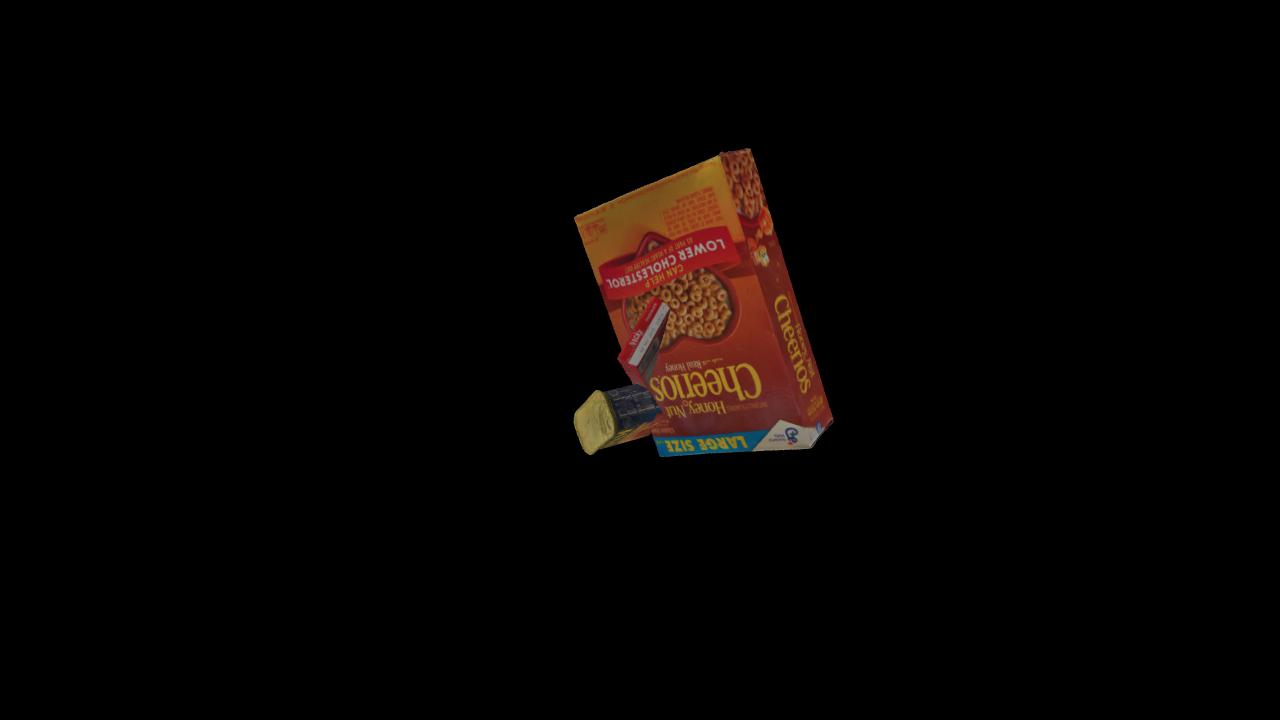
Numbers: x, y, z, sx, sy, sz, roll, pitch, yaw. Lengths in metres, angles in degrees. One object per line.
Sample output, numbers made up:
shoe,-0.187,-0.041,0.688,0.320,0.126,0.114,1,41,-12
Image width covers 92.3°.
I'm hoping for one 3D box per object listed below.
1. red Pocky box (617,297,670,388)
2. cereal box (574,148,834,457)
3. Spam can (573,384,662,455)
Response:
red Pocky box,0.016,-0.008,0.713,0.028,0.083,0.155,26,-11,15
cereal box,0.067,-0.045,0.674,0.203,0.306,0.081,-10,14,41
Spam can,-0.020,0.067,0.738,0.085,0.058,0.101,-12,-18,-31
